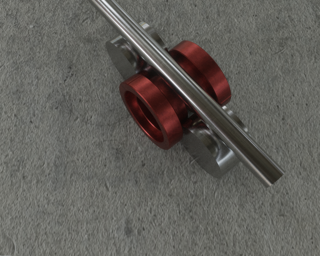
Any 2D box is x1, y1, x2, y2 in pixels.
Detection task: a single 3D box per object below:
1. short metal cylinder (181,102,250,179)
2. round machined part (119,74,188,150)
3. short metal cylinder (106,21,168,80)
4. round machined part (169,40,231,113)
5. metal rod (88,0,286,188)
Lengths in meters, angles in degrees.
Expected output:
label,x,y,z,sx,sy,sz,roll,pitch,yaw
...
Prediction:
label,x,y,z,sx,sy,sz,roll,pitch,yaw
short metal cylinder,0.065,0.014,0.375,0.050,0.080,0.080,-37,75,-13
round machined part,-0.003,-0.025,0.378,0.042,0.098,0.098,-37,74,-16
short metal cylinder,-0.028,-0.094,0.414,0.050,0.080,0.080,-37,75,-13
round machined part,0.040,-0.057,0.392,0.042,0.098,0.098,-39,75,-8
metal rod,0.018,-0.056,0.346,0.025,0.025,0.300,-38,75,-13
